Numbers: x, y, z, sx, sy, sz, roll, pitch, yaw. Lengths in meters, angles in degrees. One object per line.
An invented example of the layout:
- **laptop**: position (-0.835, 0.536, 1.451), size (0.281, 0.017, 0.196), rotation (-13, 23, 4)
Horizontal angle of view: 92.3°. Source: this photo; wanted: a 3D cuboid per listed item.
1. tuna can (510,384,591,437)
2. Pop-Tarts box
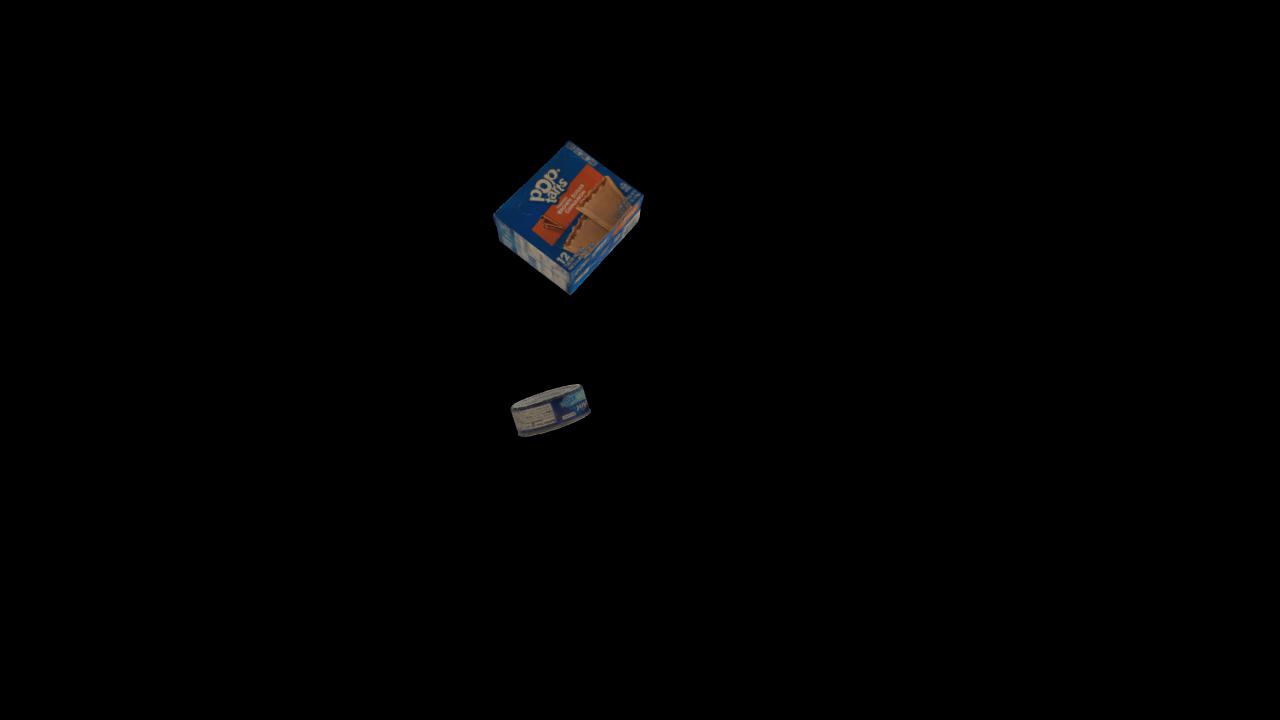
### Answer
- **tuna can**: position (-0.099, 0.054, 0.678), size (0.084, 0.034, 0.084), rotation (-16, 6, 2)
- **Pop-Tarts box**: position (-0.102, -0.207, 0.896), size (0.141, 0.167, 0.083), rotation (38, -19, 6)
